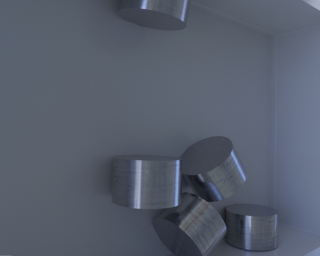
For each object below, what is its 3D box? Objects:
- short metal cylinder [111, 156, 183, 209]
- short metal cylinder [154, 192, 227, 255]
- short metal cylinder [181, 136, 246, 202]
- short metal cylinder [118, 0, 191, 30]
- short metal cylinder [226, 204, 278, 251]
[{"bbox_3d":[-0.015,0.059,0.358,0.081,0.080,0.050,3,88,-40],"label":"short metal cylinder"},{"bbox_3d":[0.039,0.131,0.403,0.050,0.080,0.080,-39,114,-33],"label":"short metal cylinder"},{"bbox_3d":[0.073,0.056,0.432,0.080,0.080,0.050,-45,118,-30],"label":"short metal cylinder"},{"bbox_3d":[-0.004,-0.151,0.362,0.081,0.080,0.050,7,96,-40],"label":"short metal cylinder"},{"bbox_3d":[0.146,0.155,0.493,0.081,0.080,0.050,1,89,-40],"label":"short metal cylinder"}]
